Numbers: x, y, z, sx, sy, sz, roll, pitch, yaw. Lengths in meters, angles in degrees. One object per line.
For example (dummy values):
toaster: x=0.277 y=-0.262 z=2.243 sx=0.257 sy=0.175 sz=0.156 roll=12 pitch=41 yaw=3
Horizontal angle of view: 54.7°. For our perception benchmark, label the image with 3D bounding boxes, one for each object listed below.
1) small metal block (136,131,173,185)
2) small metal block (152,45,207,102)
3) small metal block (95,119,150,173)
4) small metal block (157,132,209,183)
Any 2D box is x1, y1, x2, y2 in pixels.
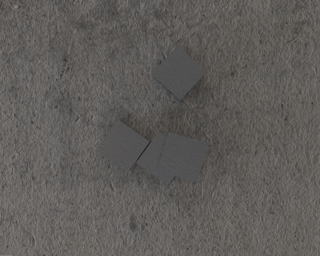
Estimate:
small metal block: x=0.004 y=0.039 z=0.410 sx=0.050 sy=0.025 sz=0.050 roll=36 pitch=90 yaw=0
small metal block: x=0.025 y=-0.071 z=0.410 sx=0.050 sy=0.025 sz=0.050 roll=43 pitch=90 yaw=0
small metal block: x=-0.048 y=0.023 z=0.409 sx=0.050 sy=0.025 sz=0.050 roll=35 pitch=90 yaw=0
small metal block: x=0.027 y=0.035 z=0.385 sx=0.050 sy=0.025 sz=0.050 roll=16 pitch=90 yaw=-1
